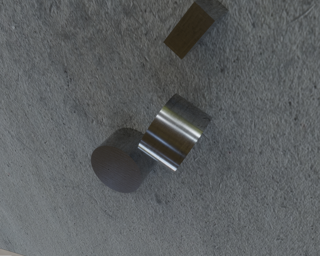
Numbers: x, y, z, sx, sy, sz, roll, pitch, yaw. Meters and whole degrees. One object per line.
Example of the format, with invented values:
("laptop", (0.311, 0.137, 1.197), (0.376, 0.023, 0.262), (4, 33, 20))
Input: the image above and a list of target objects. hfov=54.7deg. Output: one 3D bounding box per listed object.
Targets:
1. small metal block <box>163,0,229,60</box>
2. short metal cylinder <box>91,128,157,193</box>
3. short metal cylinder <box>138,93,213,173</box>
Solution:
("small metal block", (0.036, -0.101, 0.309), (0.025, 0.050, 0.050), (43, 129, -2))
("short metal cylinder", (-0.051, 0.046, 0.446), (0.080, 0.050, 0.079), (13, 124, 21))
("short metal cylinder", (0.018, 0.006, 0.366), (0.050, 0.080, 0.079), (35, 129, 5))
